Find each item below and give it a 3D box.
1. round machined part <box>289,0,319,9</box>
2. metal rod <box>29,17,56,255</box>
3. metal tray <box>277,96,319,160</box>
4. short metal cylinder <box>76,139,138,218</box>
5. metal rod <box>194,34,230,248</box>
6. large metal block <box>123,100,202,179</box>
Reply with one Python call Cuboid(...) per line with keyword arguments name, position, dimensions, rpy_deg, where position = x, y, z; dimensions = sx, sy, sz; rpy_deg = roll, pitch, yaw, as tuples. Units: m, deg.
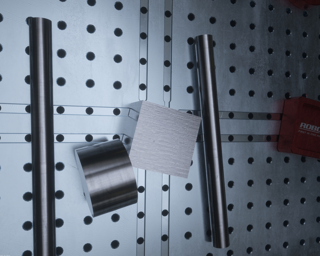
Cuboid(name="round machined part", position=(0.246, -0.246, 0.496), dimensions=(0.099, 0.042, 0.097), rpy_deg=(0, 90, -21))
Cuboid(name="metal rod", position=(-0.137, 0.024, 0.362), dimensions=(0.025, 0.025, 0.298), rpy_deg=(-1, 91, -20))
Cuboid(name="metal tray", position=(0.261, 0.006, 0.508), dimensions=(0.131, 0.030, 0.090), rpy_deg=(12, 86, -20))
Cuboid(name="short metal cylinder", position=(-0.064, 0.057, 0.361), dimensions=(0.050, 0.080, 0.080), rpy_deg=(-15, 95, -20))
Cuboid(name="metal rod", position=(0.074, 0.020, 0.441), dimensions=(0.025, 0.025, 0.298), rpy_deg=(-6, 92, -20))
Cuboid(name="large metal block", position=(-0.002, 0.015, 0.400), dimensions=(0.081, 0.050, 0.080), rpy_deg=(15, 85, -20))
